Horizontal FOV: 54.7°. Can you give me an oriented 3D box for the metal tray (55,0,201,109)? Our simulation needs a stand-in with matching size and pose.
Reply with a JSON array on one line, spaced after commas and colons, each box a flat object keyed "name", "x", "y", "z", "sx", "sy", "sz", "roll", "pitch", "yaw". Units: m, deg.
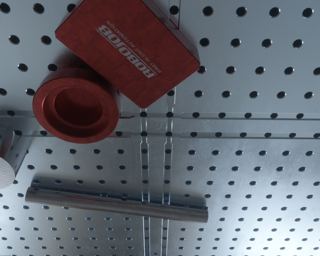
[{"name": "metal tray", "x": -0.031, "y": -0.089, "z": 0.332, "sx": 0.090, "sy": 0.030, "sz": 0.130, "roll": -35, "pitch": 122, "yaw": 26}]

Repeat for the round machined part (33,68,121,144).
[{"name": "round machined part", "x": -0.096, "y": -0.030, "z": 0.374, "sx": 0.099, "sy": 0.042, "sz": 0.097, "roll": 0, "pitch": 130, "yaw": 0}]

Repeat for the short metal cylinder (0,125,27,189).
[{"name": "short metal cylinder", "x": -0.233, "y": 0.040, "z": 0.427, "sx": 0.081, "sy": 0.050, "sz": 0.079, "roll": 0, "pitch": 130, "yaw": 0}]

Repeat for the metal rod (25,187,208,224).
[{"name": "metal rod", "x": -0.066, "y": 0.132, "z": 0.522, "sx": 0.302, "sy": 0.025, "sz": 0.025, "roll": 9, "pitch": 130, "yaw": -8}]
